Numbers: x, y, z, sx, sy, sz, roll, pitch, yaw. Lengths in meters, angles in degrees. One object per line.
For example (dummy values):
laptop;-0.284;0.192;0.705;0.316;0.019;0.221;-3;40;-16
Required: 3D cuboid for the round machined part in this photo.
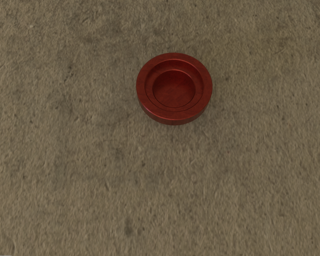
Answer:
round machined part;0.019;-0.049;0.417;0.099;0.042;0.098;0;70;-1
